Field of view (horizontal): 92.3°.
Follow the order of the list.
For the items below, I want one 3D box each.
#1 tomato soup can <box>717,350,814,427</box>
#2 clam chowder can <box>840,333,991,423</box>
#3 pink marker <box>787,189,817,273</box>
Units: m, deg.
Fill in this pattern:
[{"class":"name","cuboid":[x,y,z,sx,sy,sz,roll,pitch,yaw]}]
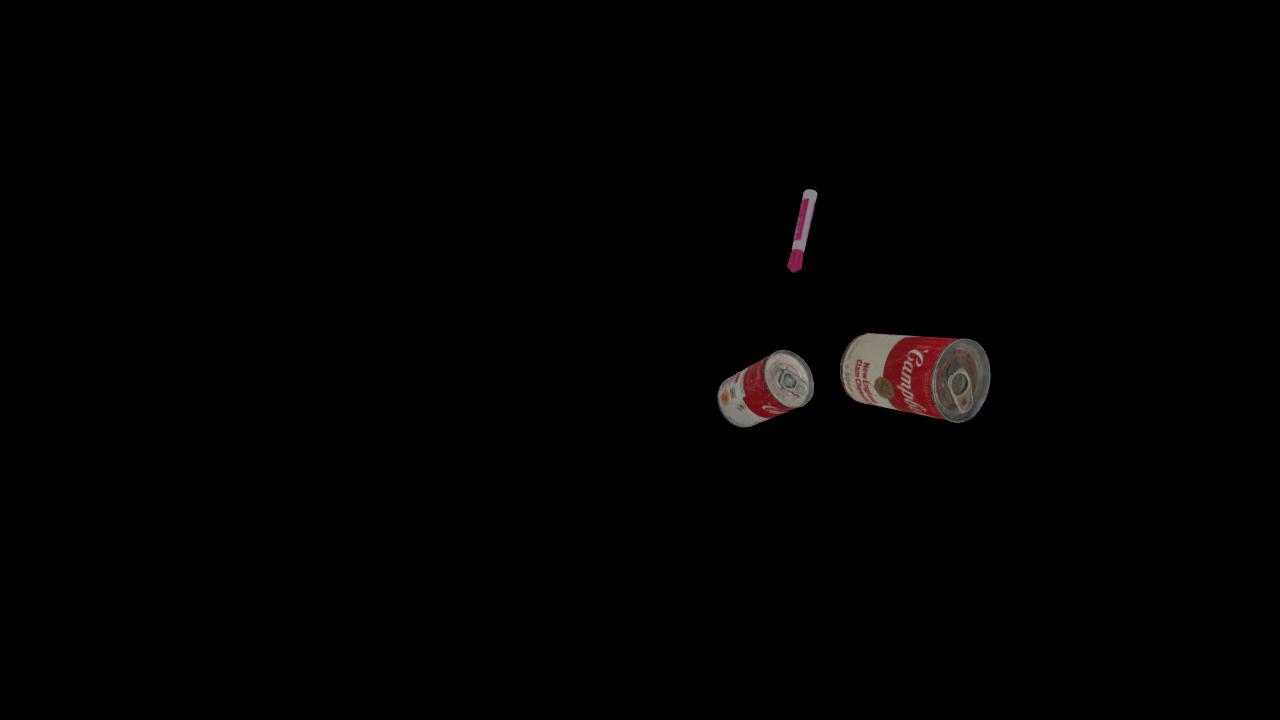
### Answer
[{"class":"tomato soup can","cuboid":[0.143,0.036,0.716,0.068,0.068,0.101,0,-19,-27]},{"class":"clam chowder can","cuboid":[0.233,0.012,0.530,0.068,0.068,0.102,0,5,-26]},{"class":"pink marker","cuboid":[0.215,-0.171,0.815,0.020,0.121,0.020,15,-17,5]}]
